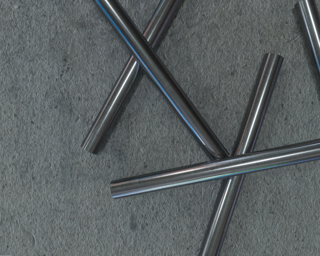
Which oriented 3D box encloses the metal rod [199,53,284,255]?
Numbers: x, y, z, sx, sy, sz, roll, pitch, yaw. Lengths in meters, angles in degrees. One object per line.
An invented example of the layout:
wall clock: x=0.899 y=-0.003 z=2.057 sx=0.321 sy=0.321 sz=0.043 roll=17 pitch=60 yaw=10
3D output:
metal rod: x=0.105 y=0.047 z=0.410 sx=0.025 sy=0.025 sz=0.299 roll=18 pitch=90 yaw=0

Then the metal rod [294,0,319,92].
metal rod: x=0.234 y=-0.024 z=0.411 sx=0.025 sy=0.025 sz=0.298 roll=-17 pitch=90 yaw=0

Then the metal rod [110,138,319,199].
metal rod: x=0.084 y=0.049 z=0.387 sx=0.301 sy=0.025 sz=0.025 roll=-13 pitch=90 yaw=9

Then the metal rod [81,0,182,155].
metal rod: x=-0.022 y=-0.102 z=0.409 sx=0.025 sy=0.025 sz=0.299 roll=29 pitch=90 yaw=0

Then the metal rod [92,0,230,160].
metal rod: x=-0.008 y=-0.077 z=0.387 sx=0.025 sy=0.025 sz=0.300 roll=-37 pitch=99 yaw=0
